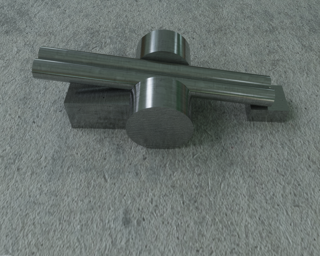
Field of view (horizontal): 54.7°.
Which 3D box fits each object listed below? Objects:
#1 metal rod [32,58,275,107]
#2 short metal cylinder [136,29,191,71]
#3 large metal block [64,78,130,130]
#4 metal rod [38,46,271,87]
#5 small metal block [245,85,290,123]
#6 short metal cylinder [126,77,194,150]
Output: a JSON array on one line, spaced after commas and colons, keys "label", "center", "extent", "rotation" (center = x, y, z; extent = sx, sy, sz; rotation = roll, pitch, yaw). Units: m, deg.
[{"label": "metal rod", "center": [-0.004, -0.057, 0.394], "extent": [0.302, 0.025, 0.025], "rotation": [6, 50, -5]}, {"label": "short metal cylinder", "center": [0.004, -0.093, 0.448], "extent": [0.080, 0.080, 0.050], "rotation": [1, 50, 1]}, {"label": "large metal block", "center": [-0.077, -0.044, 0.426], "extent": [0.080, 0.050, 0.080], "rotation": [2, 50, 1]}, {"label": "metal rod", "center": [-0.003, -0.076, 0.410], "extent": [0.302, 0.025, 0.025], "rotation": [6, 50, -5]}, {"label": "small metal block", "center": [0.147, -0.035, 0.435], "extent": [0.050, 0.025, 0.050], "rotation": [2, 50, 2]}, {"label": "short metal cylinder", "center": [0.000, -0.017, 0.383], "extent": [0.080, 0.080, 0.050], "rotation": [1, 50, 1]}]
